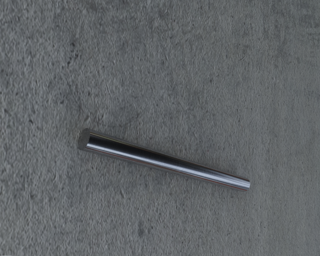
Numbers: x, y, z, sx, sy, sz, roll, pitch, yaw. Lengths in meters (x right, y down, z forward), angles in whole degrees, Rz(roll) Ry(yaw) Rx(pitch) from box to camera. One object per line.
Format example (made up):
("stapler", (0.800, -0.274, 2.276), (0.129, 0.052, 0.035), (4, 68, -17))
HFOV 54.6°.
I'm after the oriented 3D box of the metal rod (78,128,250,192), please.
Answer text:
("metal rod", (0.029, 0.053, 0.427), (0.302, 0.025, 0.025), (20, 77, -38))
